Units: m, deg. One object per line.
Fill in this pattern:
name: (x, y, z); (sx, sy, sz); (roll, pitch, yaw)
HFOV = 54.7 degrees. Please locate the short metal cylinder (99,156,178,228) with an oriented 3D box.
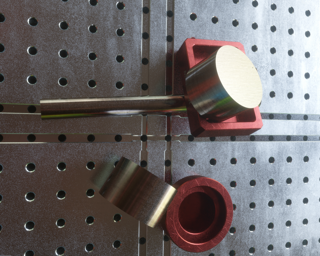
short metal cylinder: (-0.026, 0.077, 0.374); (0.080, 0.080, 0.050); (36, 79, -17)

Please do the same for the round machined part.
round machined part: (0.046, 0.113, 0.421); (0.099, 0.042, 0.097); (0, 90, -20)

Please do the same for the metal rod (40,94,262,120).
metal rod: (0.003, -0.032, 0.413); (0.303, 0.025, 0.025); (-4, 92, -20)

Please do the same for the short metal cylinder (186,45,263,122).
short metal cylinder: (0.078, -0.052, 0.376); (0.081, 0.050, 0.080); (17, 61, -33)

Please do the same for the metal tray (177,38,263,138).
metal tray: (0.078, -0.054, 0.415); (0.091, 0.030, 0.129); (-2, 71, -19)
